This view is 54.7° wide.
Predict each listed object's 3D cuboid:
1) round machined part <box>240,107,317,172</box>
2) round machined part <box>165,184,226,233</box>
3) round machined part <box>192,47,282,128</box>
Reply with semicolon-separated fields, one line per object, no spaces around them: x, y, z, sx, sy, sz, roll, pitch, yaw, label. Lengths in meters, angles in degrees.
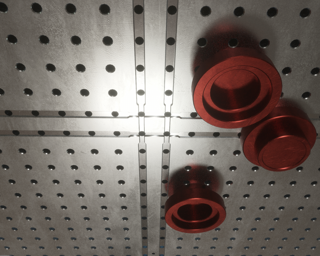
0.163;0.022;0.422;0.099;0.042;0.097;-1;130;0;round machined part
0.057;0.129;0.512;0.099;0.042;0.097;-1;130;0;round machined part
0.086;-0.049;0.360;0.099;0.042;0.097;-1;130;0;round machined part
